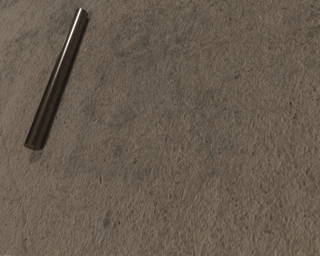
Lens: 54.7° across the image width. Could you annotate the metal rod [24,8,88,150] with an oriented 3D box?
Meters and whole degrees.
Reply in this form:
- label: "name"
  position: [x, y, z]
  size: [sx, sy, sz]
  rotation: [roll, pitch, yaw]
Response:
- label: "metal rod"
  position: [-0.180, -0.101, 0.557]
  size: [0.025, 0.025, 0.299]
  rotation: [-5, 59, 25]
